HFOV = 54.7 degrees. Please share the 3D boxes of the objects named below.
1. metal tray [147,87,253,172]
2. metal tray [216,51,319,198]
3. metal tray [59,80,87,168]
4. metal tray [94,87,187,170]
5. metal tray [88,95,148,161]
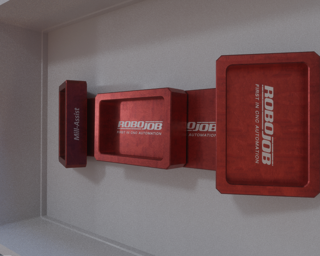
[{"bbox_3d":[0.042,0.001,0.367,0.130,0.030,0.089,0,90,40],"label":"metal tray"},{"bbox_3d":[0.099,-0.003,0.294,0.090,0.030,0.129,0,90,11],"label":"metal tray"},{"bbox_3d":[-0.141,-0.006,0.495,0.090,0.030,0.129,-179,89,-65],"label":"metal tray"},{"bbox_3d":[-0.029,0.000,0.386,0.130,0.030,0.089,1,90,40],"label":"metal tray"},{"bbox_3d":[-0.057,-0.001,0.450,0.130,0.030,0.089,0,90,40],"label":"metal tray"}]
